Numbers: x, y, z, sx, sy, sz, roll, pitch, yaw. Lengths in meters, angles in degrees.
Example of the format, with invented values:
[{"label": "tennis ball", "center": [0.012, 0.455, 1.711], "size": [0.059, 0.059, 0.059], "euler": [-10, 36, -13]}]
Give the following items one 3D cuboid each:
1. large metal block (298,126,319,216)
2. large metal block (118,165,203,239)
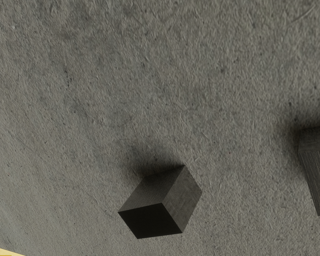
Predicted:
[{"label": "large metal block", "center": [0.194, 0.040, 0.313], "size": [0.080, 0.050, 0.080], "euler": [-12, 112, 33]}, {"label": "large metal block", "center": [0.002, 0.104, 0.434], "size": [0.080, 0.080, 0.050], "euler": [-22, 107, 36]}]
